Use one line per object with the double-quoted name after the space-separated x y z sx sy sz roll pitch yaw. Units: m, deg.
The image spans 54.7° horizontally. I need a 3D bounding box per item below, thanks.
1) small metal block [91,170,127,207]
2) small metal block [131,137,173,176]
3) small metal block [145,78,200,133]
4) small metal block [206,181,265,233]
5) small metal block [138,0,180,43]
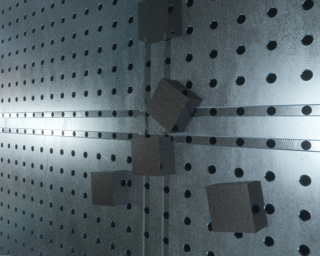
-0.078 0.091 0.471 0.050 0.025 0.050 -7 86 39 "small metal block"
-0.011 0.038 0.417 0.050 0.025 0.050 -5 87 39 "small metal block"
0.015 -0.029 0.395 0.050 0.025 0.050 42 115 31 "small metal block"
0.082 0.086 0.341 0.050 0.025 0.050 -13 82 39 "small metal block"
-0.002 -0.144 0.409 0.050 0.025 0.050 -1 89 39 "small metal block"
